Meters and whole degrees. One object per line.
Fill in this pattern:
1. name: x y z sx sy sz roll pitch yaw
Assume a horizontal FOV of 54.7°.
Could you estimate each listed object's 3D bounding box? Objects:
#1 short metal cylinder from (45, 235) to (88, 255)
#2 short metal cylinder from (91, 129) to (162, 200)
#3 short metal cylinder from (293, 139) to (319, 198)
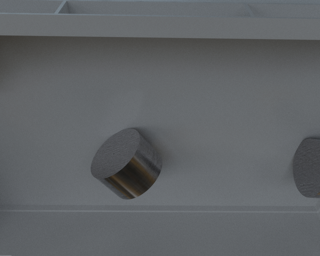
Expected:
1. short metal cylinder: -0.186 0.255 0.610 0.081 0.050 0.079 0 130 0
2. short metal cylinder: -0.044 0.047 0.413 0.080 0.080 0.050 -27 125 21
3. short metal cylinder: 0.226 0.056 0.423 0.050 0.080 0.079 5 130 -5
